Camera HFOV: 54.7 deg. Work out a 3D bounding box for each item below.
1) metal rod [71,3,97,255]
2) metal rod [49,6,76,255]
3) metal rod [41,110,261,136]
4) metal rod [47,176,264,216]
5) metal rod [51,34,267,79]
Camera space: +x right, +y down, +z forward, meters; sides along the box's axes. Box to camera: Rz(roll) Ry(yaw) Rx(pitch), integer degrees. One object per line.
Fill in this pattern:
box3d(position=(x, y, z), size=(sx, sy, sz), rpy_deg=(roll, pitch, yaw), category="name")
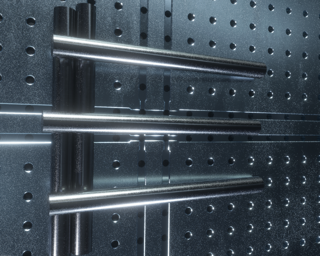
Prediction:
box3d(position=(-0.093, 0.001, 0.378), size=(0.025, 0.025, 0.298), rpy_deg=(1, 90, -20), category="metal rod")
box3d(position=(-0.117, 0.008, 0.369), size=(0.025, 0.025, 0.298), rpy_deg=(1, 90, -20), category="metal rod")
box3d(position=(0.009, -0.004, 0.401), size=(0.303, 0.025, 0.025), rpy_deg=(1, 90, -26), category="metal rod")
box3d(position=(0.014, 0.085, 0.404), size=(0.303, 0.025, 0.025), rpy_deg=(1, 90, -26), category="metal rod")
box3d(position=(0.018, -0.089, 0.405), size=(0.303, 0.025, 0.025), rpy_deg=(1, 90, -26), category="metal rod")
